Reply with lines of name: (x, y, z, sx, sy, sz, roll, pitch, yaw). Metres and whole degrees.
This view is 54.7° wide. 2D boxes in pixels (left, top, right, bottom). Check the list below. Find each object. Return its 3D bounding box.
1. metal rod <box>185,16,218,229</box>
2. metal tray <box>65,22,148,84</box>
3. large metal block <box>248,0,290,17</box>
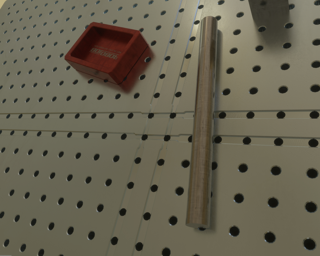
metal rod: (0.057, -0.028, 0.395, 0.025, 0.025, 0.299, -7, 59, 25)
metal tray: (-0.095, -0.133, 0.536, 0.130, 0.030, 0.090, 23, 74, 36)
large metal block: (0.148, -0.216, 0.428, 0.050, 0.080, 0.080, -3, 61, 27)
